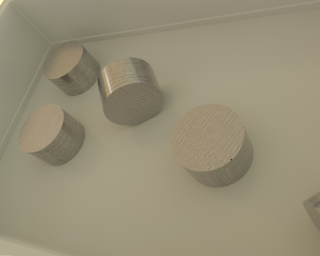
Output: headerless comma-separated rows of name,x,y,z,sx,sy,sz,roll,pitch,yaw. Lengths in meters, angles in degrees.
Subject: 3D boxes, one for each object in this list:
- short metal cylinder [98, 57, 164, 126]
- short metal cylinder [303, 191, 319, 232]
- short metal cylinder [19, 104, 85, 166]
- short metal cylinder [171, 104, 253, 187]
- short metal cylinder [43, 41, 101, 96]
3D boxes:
short metal cylinder,-0.040,-0.048,0.420,0.080,0.080,0.050,-27,53,11
short metal cylinder,0.160,0.078,0.239,0.050,0.080,0.080,-35,52,5
short metal cylinder,-0.161,0.011,0.465,0.080,0.050,0.080,-13,56,20
short metal cylinder,0.059,0.020,0.346,0.080,0.050,0.080,-13,56,20
short metal cylinder,-0.150,-0.101,0.528,0.080,0.050,0.080,-13,56,20
